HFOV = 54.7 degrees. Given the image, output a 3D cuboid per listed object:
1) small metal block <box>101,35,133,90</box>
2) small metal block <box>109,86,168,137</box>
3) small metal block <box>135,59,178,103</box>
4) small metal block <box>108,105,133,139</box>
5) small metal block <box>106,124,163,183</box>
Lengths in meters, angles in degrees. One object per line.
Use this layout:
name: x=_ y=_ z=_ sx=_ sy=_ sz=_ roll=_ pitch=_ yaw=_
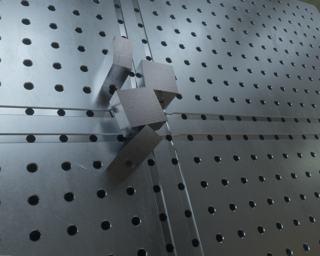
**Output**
small metal block: x=-0.057 y=-0.086 z=0.415 sx=0.025 sy=0.050 sz=0.050 roll=13 pitch=57 yaw=-22
small metal block: x=-0.026 y=-0.021 z=0.376 sx=0.050 sy=0.025 sz=0.050 roll=-12 pitch=68 yaw=-33
small metal block: x=-0.005 y=-0.067 z=0.448 sx=0.050 sy=0.025 sz=0.050 roll=6 pitch=59 yaw=-26
small metal block: x=-0.031 y=-0.018 z=0.404 sx=0.050 sy=0.025 sz=0.050 roll=-17 pitch=71 yaw=-35
small metal block: x=-0.030 y=0.030 z=0.359 sx=0.025 sy=0.050 sz=0.050 roll=43 pitch=51 yaw=0
